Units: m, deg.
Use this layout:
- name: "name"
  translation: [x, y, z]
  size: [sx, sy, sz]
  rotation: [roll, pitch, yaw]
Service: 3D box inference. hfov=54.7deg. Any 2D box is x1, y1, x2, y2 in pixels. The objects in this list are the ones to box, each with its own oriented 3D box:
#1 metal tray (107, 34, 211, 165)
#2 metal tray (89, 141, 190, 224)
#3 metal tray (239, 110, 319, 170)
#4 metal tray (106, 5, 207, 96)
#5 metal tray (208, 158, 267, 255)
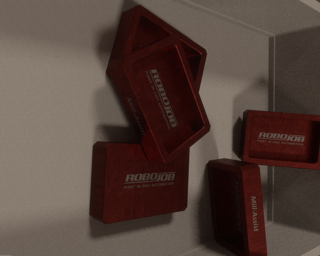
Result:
- name: "metal tray"
  translation: [0.005, -0.034, 0.368]
  size: [0.091, 0.030, 0.129]
  rotation: [-35, 112, -35]
- name: "metal tray"
  translation: [-0.020, 0.063, 0.388]
  size: [0.131, 0.030, 0.089]
  rotation: [4, 88, -40]
- name: "metal tray"
  translation: [0.205, 0.019, 0.521]
  size: [0.131, 0.030, 0.089]
  rotation: [5, 94, 2]
- name: "metal tray"
  translation: [0.002, -0.086, 0.406]
  size: [0.131, 0.030, 0.090]
  rotation: [21, 77, -38]
- name: "metal tray"
  translation: [0.110, 0.114, 0.453]
  size: [0.030, 0.090, 0.129]
  rotation: [-6, 92, -21]
